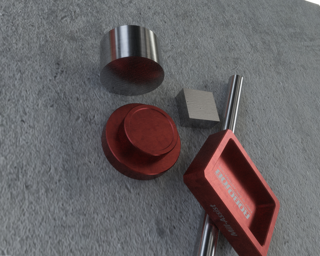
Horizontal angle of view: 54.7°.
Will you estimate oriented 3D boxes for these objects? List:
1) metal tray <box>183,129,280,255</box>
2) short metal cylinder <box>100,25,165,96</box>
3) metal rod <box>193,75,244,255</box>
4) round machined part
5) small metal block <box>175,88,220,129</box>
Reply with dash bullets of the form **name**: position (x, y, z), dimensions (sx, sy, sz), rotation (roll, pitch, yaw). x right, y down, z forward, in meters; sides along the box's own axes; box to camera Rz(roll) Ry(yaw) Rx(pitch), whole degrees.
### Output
- **metal tray**: position (0.091, 0.077, 0.371), dimensions (0.130, 0.030, 0.090), rotation (54, 44, -13)
- **short metal cylinder**: position (-0.037, -0.085, 0.400), dimensions (0.081, 0.080, 0.050), rotation (7, 59, -25)
- **metal rod**: position (0.088, 0.033, 0.430), dimensions (0.025, 0.025, 0.300), rotation (28, 52, -11)
- **round machined part**: position (-0.017, 0.010, 0.377), dimensions (0.099, 0.042, 0.098), rotation (14, 56, -21)
- **small metal block**: position (0.054, -0.028, 0.449), dimensions (0.050, 0.025, 0.050), rotation (5, 59, -26)
